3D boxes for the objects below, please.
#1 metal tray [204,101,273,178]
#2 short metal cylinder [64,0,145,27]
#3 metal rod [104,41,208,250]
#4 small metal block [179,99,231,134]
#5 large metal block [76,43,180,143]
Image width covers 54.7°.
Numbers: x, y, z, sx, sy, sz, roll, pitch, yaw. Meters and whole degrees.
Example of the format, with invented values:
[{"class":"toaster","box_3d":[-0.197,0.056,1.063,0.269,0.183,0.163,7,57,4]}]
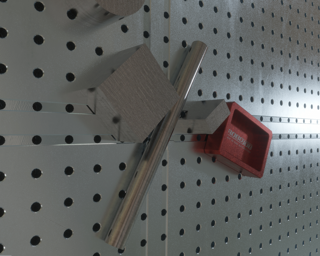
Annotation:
[{"class":"metal tray","box_3d":[0.137,0.023,0.523,0.131,0.030,0.090,30,71,-36]},{"class":"short metal cylinder","box_3d":[-0.061,-0.158,0.342,0.081,0.050,0.079,0,90,-40]},{"class":"metal rod","box_3d":[0.002,0.009,0.413,0.025,0.025,0.300,37,67,-34]},{"class":"small metal block","box_3d":[0.065,-0.017,0.450,0.050,0.050,0.025,-44,117,-31]},{"class":"large metal block","box_3d":[-0.035,-0.040,0.366,0.080,0.050,0.080,-51,120,-28]}]
